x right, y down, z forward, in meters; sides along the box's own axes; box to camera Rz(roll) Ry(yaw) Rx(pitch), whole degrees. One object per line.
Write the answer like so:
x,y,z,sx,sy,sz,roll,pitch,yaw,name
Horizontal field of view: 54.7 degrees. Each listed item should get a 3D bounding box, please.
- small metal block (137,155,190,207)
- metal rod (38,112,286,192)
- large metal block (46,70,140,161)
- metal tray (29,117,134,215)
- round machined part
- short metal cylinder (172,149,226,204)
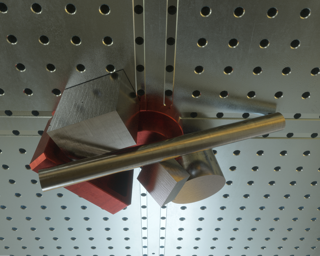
0.003,0.062,0.391,0.025,0.050,0.050,-18,144,-45,small metal block
0.016,0.024,0.370,0.302,0.025,0.025,-13,132,-15,metal rod
-0.072,-0.015,0.360,0.080,0.080,0.050,-16,128,13,large metal block
-0.092,0.044,0.404,0.030,0.090,0.130,-36,122,26,metal tray
-0.017,0.015,0.417,0.099,0.042,0.097,-1,130,0,round machined part
0.045,0.066,0.436,0.081,0.050,0.080,-12,144,-9,short metal cylinder
